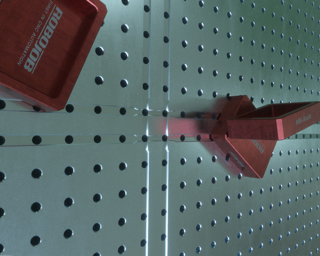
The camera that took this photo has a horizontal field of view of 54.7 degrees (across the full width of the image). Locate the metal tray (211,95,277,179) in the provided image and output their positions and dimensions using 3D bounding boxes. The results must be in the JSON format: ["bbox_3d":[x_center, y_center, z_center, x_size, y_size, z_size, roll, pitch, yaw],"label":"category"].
[{"bbox_3d":[0.150,0.017,0.535,0.130,0.030,0.090,44,63,-31],"label":"metal tray"}]

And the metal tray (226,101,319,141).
[{"bbox_3d":[0.177,-0.013,0.478,0.131,0.090,0.030,-17,102,-39],"label":"metal tray"}]

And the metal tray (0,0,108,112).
[{"bbox_3d":[-0.117,-0.092,0.308,0.090,0.030,0.130,31,71,-36],"label":"metal tray"}]
